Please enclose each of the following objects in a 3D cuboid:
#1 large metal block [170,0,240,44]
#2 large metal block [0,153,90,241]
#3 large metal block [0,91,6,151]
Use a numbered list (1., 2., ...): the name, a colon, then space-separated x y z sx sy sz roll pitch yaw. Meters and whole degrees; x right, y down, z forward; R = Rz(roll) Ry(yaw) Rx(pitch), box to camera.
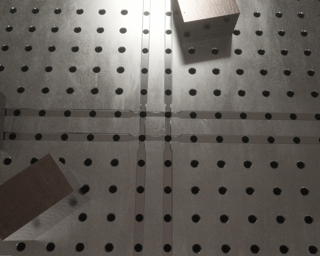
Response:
1. large metal block: 0.064 -0.182 0.466 0.081 0.050 0.080 -11 71 -5
2. large metal block: -0.135 0.081 0.351 0.080 0.080 0.050 -35 74 -12
3. large metal block: -0.254 -0.011 0.400 0.081 0.050 0.080 -6 70 -3
